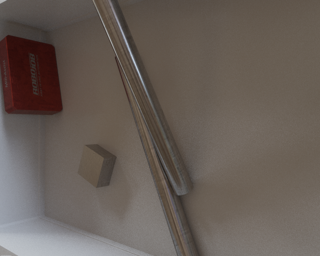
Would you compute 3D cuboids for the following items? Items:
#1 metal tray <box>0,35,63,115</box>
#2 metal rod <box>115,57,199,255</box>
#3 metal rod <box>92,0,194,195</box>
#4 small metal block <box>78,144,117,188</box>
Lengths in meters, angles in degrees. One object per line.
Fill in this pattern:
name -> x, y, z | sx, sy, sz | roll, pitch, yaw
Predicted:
metal tray -> -0.228, -0.090, 0.548 | 0.030, 0.091, 0.129 | -16, 80, 39
metal rod -> -0.007, 0.033, 0.410 | 0.025, 0.025, 0.299 | -29, 72, 36
metal rod -> -0.026, -0.057, 0.347 | 0.025, 0.025, 0.299 | -11, 108, 39
small metal block -> -0.099, 0.059, 0.486 | 0.050, 0.025, 0.050 | 27, 107, 36
